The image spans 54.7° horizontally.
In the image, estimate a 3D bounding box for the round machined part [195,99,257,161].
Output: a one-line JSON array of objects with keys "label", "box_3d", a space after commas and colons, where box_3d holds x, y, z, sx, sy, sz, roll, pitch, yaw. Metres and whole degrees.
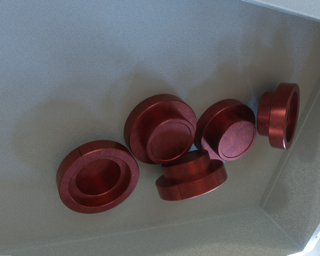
[{"label": "round machined part", "box_3d": [0.103, 0.010, 0.460, 0.099, 0.042, 0.097, -14, 124, -21]}]

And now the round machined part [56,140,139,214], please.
[{"label": "round machined part", "box_3d": [-0.080, 0.056, 0.389, 0.099, 0.042, 0.097, -14, 124, -21]}]

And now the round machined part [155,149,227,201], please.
[{"label": "round machined part", "box_3d": [0.040, 0.060, 0.430, 0.099, 0.098, 0.042, -20, 95, -17]}]

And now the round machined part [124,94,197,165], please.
[{"label": "round machined part", "box_3d": [0.006, 0.008, 0.406, 0.099, 0.042, 0.097, -14, 124, -21]}]

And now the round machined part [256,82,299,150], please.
[{"label": "round machined part", "box_3d": [0.175, -0.019, 0.462, 0.099, 0.042, 0.097, -21, 116, -54]}]
